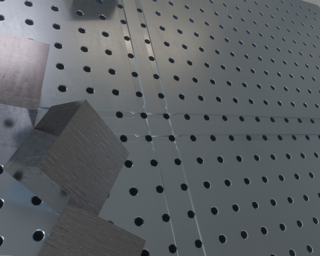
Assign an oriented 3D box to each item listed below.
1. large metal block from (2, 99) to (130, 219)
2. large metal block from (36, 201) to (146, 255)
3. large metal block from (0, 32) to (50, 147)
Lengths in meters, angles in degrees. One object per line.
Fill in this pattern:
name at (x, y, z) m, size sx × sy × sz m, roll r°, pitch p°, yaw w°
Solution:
large metal block at (-0.085, 0.031, 0.303) m, size 0.080 × 0.050 × 0.080 m, roll 56°, pitch 42°, yaw -34°
large metal block at (-0.070, 0.126, 0.277) m, size 0.080 × 0.050 × 0.080 m, roll 30°, pitch 52°, yaw -9°
large metal block at (-0.148, -0.035, 0.314) m, size 0.050 × 0.080 × 0.080 m, roll 11°, pitch 57°, yaw -22°
